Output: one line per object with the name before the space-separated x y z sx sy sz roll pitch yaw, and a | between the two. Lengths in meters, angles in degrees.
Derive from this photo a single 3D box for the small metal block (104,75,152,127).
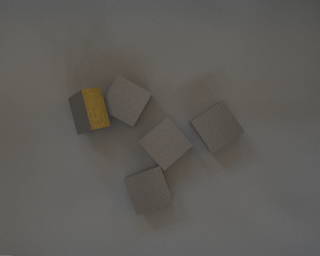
small metal block | -0.044 -0.035 0.411 0.050 0.025 0.050 29 90 -1

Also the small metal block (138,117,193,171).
small metal block | 0.007 0.020 0.412 0.050 0.025 0.050 -42 90 -1

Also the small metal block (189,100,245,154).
small metal block | 0.075 -0.002 0.412 0.050 0.025 0.050 -34 90 0

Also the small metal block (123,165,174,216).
small metal block | -0.015 0.081 0.411 0.050 0.025 0.050 -21 91 0

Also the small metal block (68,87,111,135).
small metal block | -0.091 -0.021 0.395 0.025 0.050 0.050 -15 90 -35
